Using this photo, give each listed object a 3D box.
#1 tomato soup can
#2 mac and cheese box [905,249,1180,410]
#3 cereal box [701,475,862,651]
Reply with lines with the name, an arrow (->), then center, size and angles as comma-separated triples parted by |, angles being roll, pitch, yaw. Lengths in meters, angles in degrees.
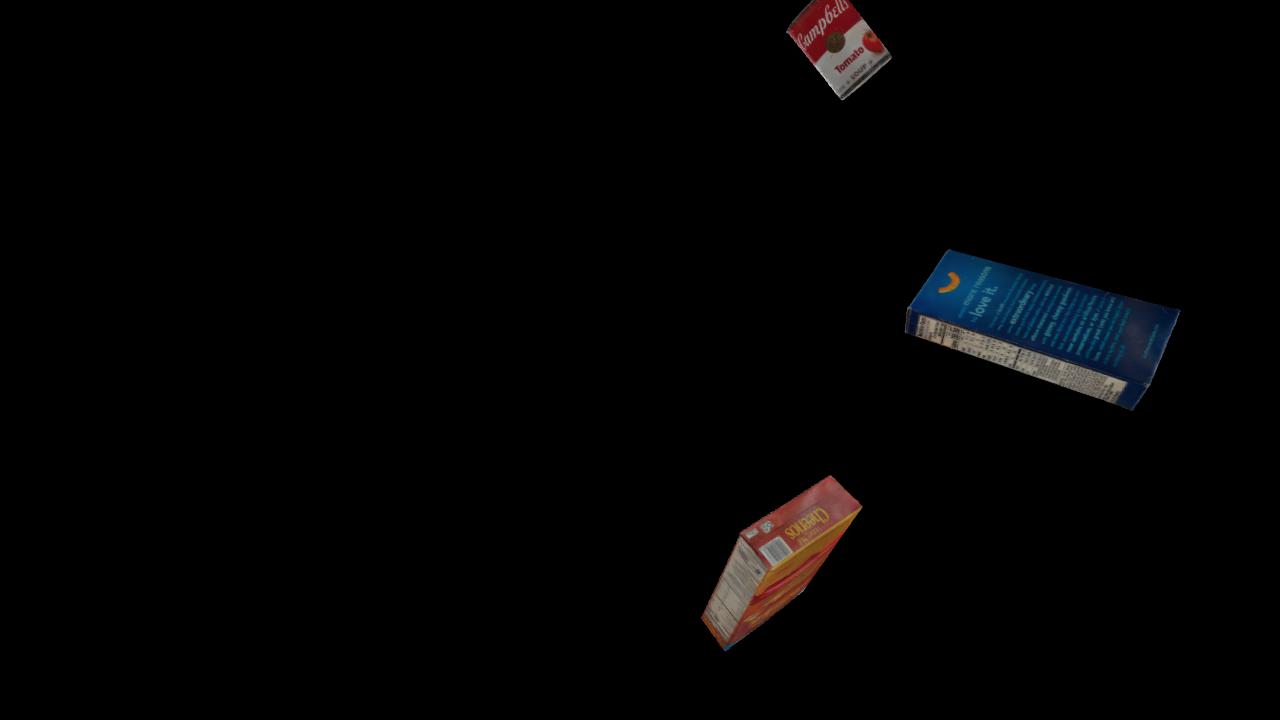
tomato soup can -> 0.221, -0.351, 0.685 | 0.068, 0.101, 0.068 | -40, 5, 4
mac and cheese box -> 0.344, -0.033, 0.540 | 0.184, 0.093, 0.041 | 26, -28, 32
cereal box -> 0.224, 0.341, 1.013 | 0.203, 0.306, 0.081 | -22, 52, -29
